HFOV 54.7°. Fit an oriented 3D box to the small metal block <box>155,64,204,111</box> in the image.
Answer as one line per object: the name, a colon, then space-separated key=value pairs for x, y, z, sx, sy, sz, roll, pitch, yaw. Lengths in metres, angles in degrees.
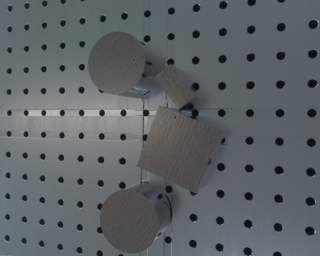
small metal block: x=0.026 y=-0.049 z=0.390 sx=0.025 sy=0.050 sz=0.050 roll=-39 pitch=78 yaw=16

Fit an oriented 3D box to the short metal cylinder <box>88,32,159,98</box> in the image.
short metal cylinder: x=-0.048 y=-0.082 z=0.416 sx=0.080 sy=0.050 sz=0.079 roll=0 pitch=90 yaw=19

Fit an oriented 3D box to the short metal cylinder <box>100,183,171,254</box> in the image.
short metal cylinder: x=-0.031 y=0.117 z=0.410 sx=0.080 sy=0.050 sz=0.079 roll=0 pitch=90 yaw=20

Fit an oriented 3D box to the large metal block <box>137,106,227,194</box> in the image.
large metal block: x=0.029 y=0.024 z=0.389 sx=0.080 sy=0.050 sz=0.080 roll=23 pitch=97 yaw=18
